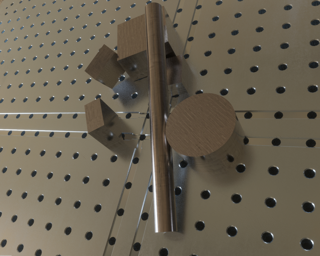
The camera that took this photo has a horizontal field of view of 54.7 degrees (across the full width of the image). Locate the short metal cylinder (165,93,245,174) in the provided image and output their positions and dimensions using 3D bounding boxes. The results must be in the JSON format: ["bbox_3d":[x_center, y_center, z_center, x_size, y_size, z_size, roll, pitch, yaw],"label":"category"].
[{"bbox_3d":[0.053,0.006,0.359,0.080,0.050,0.080,-13,56,20],"label":"short metal cylinder"}]

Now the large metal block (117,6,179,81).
[{"bbox_3d":[-0.018,-0.130,0.479,0.080,0.050,0.080,-16,55,17],"label":"large metal block"}]

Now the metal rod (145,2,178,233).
[{"bbox_3d":[-0.001,-0.028,0.386,0.025,0.025,0.299,-11,69,22],"label":"metal rod"}]

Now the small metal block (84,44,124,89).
[{"bbox_3d":[-0.080,-0.094,0.482,0.025,0.050,0.050,40,96,23],"label":"small metal block"}]

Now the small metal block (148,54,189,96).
[{"bbox_3d":[0.013,-0.073,0.445,0.050,0.025,0.050,-9,58,23],"label":"small metal block"}]

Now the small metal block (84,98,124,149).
[{"bbox_3d":[-0.078,-0.006,0.435,0.025,0.050,0.050,-26,53,12],"label":"small metal block"}]
